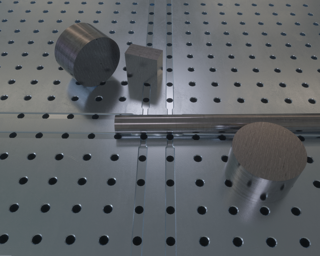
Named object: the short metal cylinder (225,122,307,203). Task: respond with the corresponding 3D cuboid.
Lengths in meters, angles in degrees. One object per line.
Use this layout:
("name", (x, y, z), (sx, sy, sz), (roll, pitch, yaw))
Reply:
("short metal cylinder", (0.120, 0.039, 0.359), (0.081, 0.050, 0.080), (0, 50, 0))

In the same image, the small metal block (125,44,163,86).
("small metal block", (-0.024, -0.096, 0.472), (0.050, 0.050, 0.025), (15, 52, 12))

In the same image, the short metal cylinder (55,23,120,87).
("short metal cylinder", (-0.107, -0.109, 0.462), (0.080, 0.080, 0.050), (-35, 58, -26))

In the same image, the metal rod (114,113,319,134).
("metal rod", (0.092, -0.006, 0.413), (0.302, 0.025, 0.025), (-1, 50, -1))
